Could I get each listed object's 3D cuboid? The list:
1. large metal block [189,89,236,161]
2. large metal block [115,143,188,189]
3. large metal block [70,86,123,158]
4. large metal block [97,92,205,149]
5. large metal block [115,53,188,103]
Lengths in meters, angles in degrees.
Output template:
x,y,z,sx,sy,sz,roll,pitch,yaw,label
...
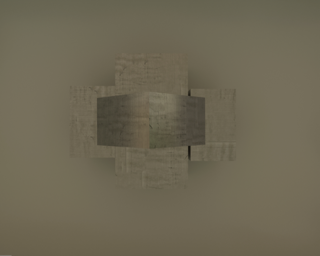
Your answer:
x,y,z,sx,sy,sz,roll,pitch,yaw,label
0.058,-0.004,0.381,0.050,0.080,0.080,0,90,-1,large metal block
-0.009,0.043,0.383,0.081,0.080,0.050,0,90,0,large metal block
-0.075,-0.007,0.383,0.050,0.080,0.080,0,90,0,large metal block
-0.009,-0.007,0.326,0.081,0.080,0.050,0,90,-45,large metal block
-0.009,-0.058,0.382,0.081,0.080,0.050,0,90,0,large metal block
